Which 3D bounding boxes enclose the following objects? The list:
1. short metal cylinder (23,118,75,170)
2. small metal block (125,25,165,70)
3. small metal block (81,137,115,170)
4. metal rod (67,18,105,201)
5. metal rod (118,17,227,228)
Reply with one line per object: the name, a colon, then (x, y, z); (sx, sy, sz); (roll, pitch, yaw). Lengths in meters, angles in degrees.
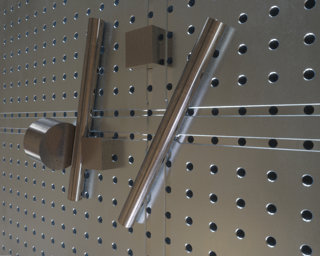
short metal cylinder: (-0.178, 0.026, 0.521); (0.050, 0.081, 0.079); (14, 99, 39)
small metal block: (-0.021, -0.109, 0.427); (0.050, 0.025, 0.050); (-1, 90, 40)
small metal block: (-0.099, 0.040, 0.491); (0.050, 0.025, 0.050); (-2, 89, 40)
metal rod: (-0.123, -0.026, 0.510); (0.025, 0.025, 0.298); (15, 99, 39)
metal rod: (0.008, 0.007, 0.402); (0.025, 0.025, 0.298); (37, 112, 34)
